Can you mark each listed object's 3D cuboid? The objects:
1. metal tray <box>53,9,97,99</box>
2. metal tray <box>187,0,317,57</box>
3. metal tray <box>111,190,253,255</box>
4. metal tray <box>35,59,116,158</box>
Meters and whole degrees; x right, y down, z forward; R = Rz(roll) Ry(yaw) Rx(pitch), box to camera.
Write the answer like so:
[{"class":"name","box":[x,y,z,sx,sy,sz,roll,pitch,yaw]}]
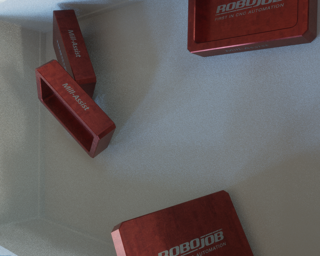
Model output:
[{"class":"metal tray","box":[-0.138,-0.106,0.488,0.130,0.030,0.090,70,155,15]},{"class":"metal tray","box":[0.092,-0.129,0.326,0.130,0.030,0.089,2,91,39]},{"class":"metal tray","box":[0.027,0.124,0.312,0.030,0.131,0.090,-48,57,56]},{"class":"metal tray","box":[-0.124,-0.024,0.448,0.130,0.030,0.090,47,151,6]}]
